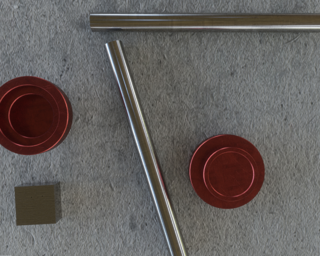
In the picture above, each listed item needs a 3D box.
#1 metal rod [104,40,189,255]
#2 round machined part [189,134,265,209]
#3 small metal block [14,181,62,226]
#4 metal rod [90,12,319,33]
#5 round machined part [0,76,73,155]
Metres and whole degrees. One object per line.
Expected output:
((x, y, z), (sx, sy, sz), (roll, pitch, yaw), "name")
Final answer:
((-0.018, 0.032, 0.409), (0.025, 0.025, 0.298), (-17, 90, 0), "metal rod")
((0.088, 0.057, 0.402), (0.099, 0.042, 0.097), (0, 90, 0), "round machined part")
((-0.160, 0.099, 0.409), (0.050, 0.025, 0.050), (-3, 90, 0), "small metal block")
((0.061, -0.140, 0.410), (0.302, 0.025, 0.025), (0, 90, 0), "metal rod")
((-0.162, -0.015, 0.400), (0.099, 0.042, 0.097), (0, 90, 0), "round machined part")
